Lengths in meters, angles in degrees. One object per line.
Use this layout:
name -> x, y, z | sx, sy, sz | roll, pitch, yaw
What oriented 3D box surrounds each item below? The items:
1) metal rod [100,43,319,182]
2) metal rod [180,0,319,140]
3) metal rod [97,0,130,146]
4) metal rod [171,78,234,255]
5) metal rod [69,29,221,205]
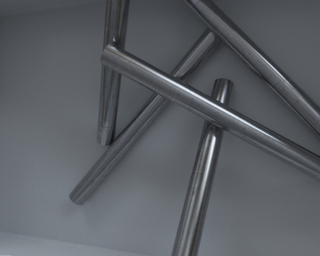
metal rod -> 0.074, -0.010, 0.338 | 0.301, 0.025, 0.025 | 28, 100, 0
metal rod -> 0.124, -0.063, 0.352 | 0.025, 0.025, 0.300 | -44, 82, 15
metal rod -> -0.052, -0.101, 0.353 | 0.025, 0.025, 0.298 | 26, 128, 18
metal rod -> 0.039, 0.077, 0.326 | 0.025, 0.025, 0.300 | 8, 65, 20
metal rod -> -0.027, -0.007, 0.419 | 0.025, 0.025, 0.299 | 44, 103, 14
